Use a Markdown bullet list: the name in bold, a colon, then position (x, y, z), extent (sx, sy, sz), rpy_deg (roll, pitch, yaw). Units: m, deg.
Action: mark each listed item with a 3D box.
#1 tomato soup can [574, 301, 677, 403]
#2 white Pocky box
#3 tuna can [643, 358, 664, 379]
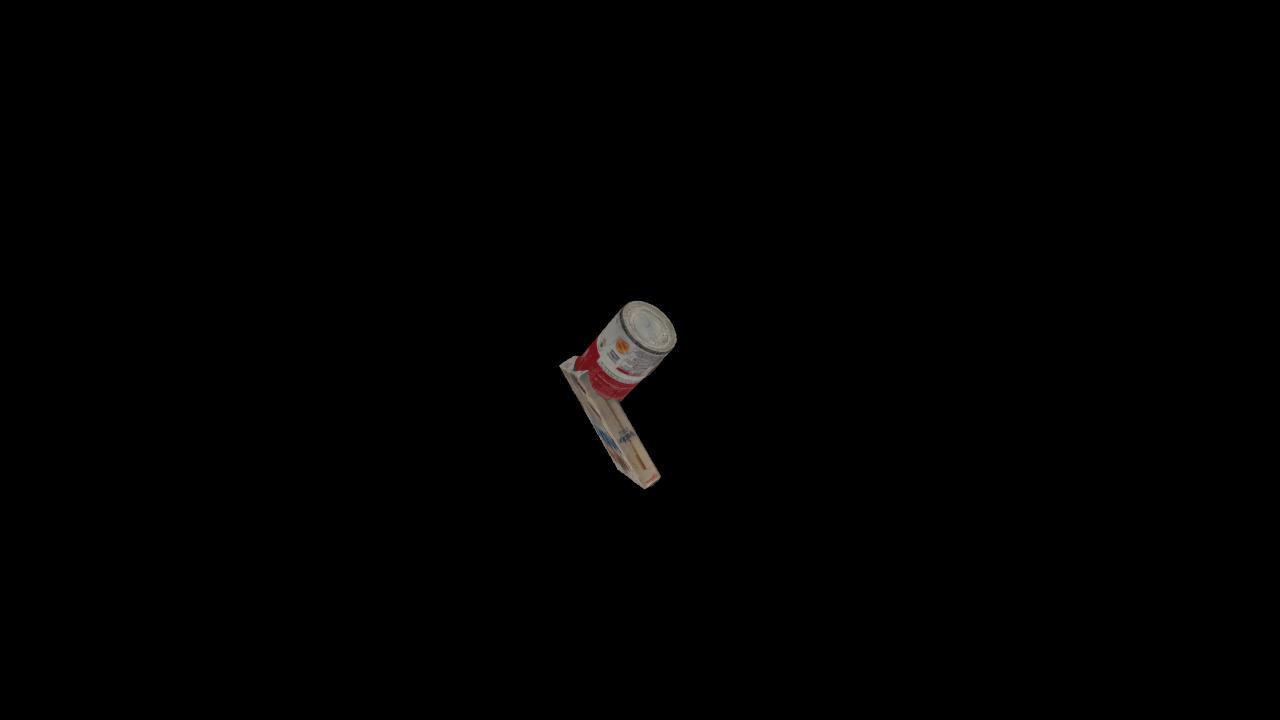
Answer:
- **tomato soup can**: position (-0.017, -0.007, 0.643), extent (0.068, 0.068, 0.101), rpy_deg (0, -33, -40)
- **white Pocky box**: position (-0.035, 0.069, 0.697), extent (0.028, 0.154, 0.084), rpy_deg (-33, 19, -16)
- **tuna can**: position (-0.010, -0.013, 0.692), extent (0.084, 0.084, 0.034), rpy_deg (0, -39, 50)
